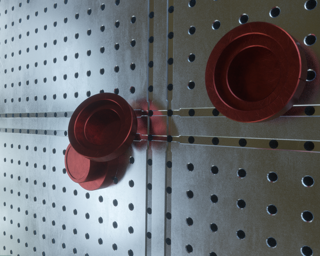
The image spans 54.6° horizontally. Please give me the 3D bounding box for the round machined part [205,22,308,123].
[{"bbox_3d":[0.099,-0.054,0.317,0.098,0.042,0.097,0,90,40],"label":"round machined part"}]

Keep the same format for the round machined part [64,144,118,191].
[{"bbox_3d":[-0.116,0.052,0.495,0.098,0.042,0.097,0,90,40],"label":"round machined part"}]

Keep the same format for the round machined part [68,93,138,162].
[{"bbox_3d":[-0.078,0.002,0.446,0.098,0.042,0.098,-6,67,15],"label":"round machined part"}]
